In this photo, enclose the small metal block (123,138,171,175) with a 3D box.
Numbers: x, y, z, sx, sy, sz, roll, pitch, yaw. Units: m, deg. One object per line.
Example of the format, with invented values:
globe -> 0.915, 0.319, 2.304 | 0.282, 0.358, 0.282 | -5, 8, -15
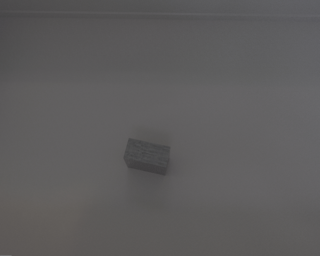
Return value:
small metal block -> -0.015, 0.037, 0.383 | 0.050, 0.050, 0.025 | 12, 71, 4
